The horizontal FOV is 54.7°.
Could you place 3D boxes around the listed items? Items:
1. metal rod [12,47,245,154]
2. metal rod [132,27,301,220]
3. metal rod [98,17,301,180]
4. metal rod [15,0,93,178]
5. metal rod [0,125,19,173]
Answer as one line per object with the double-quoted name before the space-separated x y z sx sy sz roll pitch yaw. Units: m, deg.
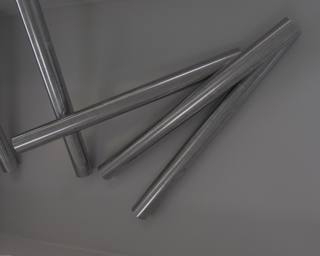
"metal rod" -0.042 -0.033 0.387 0.301 0.025 0.025 -21 83 4
"metal rod" 0.062 0.000 0.388 0.025 0.025 0.299 41 103 15
"metal rod" 0.032 -0.023 0.383 0.299 0.025 0.025 -38 78 21
"metal rod" -0.137 -0.068 0.392 0.025 0.025 0.298 -2 115 20
"metal rod" -0.274 -0.069 0.441 0.025 0.025 0.298 -6 114 20
